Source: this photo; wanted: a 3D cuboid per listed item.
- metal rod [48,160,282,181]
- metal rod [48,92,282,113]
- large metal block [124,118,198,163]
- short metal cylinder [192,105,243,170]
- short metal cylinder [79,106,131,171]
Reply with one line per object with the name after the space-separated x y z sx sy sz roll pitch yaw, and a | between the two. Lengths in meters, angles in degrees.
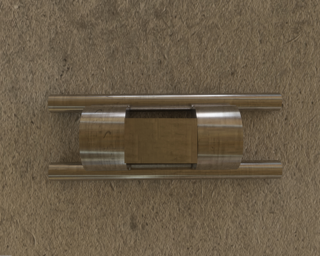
0.007 0.056 0.411 0.302 0.025 0.025 -1 90 0 | metal rod
0.007 -0.033 0.411 0.302 0.025 0.025 -1 90 0 | metal rod
0.001 0.014 0.381 0.081 0.080 0.050 0 90 0 | large metal block
0.067 0.012 0.384 0.050 0.080 0.079 -1 90 0 | short metal cylinder
-0.064 0.012 0.383 0.050 0.080 0.079 -1 90 0 | short metal cylinder
